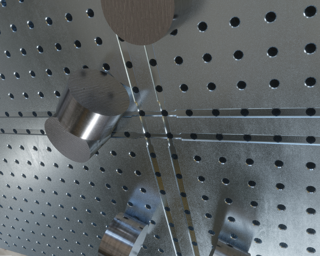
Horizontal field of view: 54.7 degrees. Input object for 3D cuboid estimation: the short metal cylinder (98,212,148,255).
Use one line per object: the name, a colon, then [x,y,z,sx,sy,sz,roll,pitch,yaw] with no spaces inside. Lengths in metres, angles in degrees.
short metal cylinder: [-0.061,0.190,0.523,0.050,0.080,0.079,22,127,14]

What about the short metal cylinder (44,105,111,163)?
short metal cylinder: [-0.118,0.004,0.450,0.080,0.050,0.079,19,134,21]

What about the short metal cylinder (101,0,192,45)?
short metal cylinder: [-0.013,-0.132,0.319,0.080,0.050,0.079,13,124,20]

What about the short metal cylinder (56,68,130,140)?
short metal cylinder: [-0.086,-0.031,0.400,0.080,0.080,0.050,40,129,1]

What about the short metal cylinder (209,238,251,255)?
short metal cylinder: [0.094,0.211,0.456,0.050,0.080,0.079,24,127,13]
